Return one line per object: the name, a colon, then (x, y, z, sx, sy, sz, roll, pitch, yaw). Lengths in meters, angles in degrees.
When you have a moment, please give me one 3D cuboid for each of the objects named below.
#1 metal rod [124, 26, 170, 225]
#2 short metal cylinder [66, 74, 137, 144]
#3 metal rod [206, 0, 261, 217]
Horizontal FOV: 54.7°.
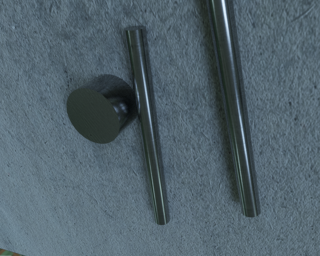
metal rod: (-0.012, 0.016, 0.423, 0.025, 0.025, 0.298, 7, 122, 24)
short metal cylinder: (-0.076, -0.026, 0.415, 0.080, 0.050, 0.079, 13, 124, 21)
metal rod: (0.085, -0.021, 0.348, 0.025, 0.025, 0.298, -1, 118, 28)
